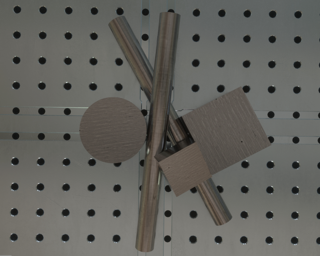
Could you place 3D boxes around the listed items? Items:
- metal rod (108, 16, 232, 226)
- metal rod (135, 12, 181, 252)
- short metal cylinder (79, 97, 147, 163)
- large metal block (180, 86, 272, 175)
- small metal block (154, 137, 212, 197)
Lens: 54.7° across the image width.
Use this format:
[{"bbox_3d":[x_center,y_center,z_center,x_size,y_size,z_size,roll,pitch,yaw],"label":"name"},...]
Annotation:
[{"bbox_3d":[0.014,-0.009,0.410,0.025,0.025,0.299,-28,91,0],"label":"metal rod"},{"bbox_3d":[-0.004,0.011,0.390,0.025,0.025,0.298,6,98,0],"label":"metal rod"},{"bbox_3d":[-0.057,0.002,0.397,0.081,0.050,0.079,0,90,-1],"label":"short metal cylinder"},{"bbox_3d":[0.080,0.003,0.397,0.080,0.050,0.080,-27,90,0],"label":"large metal block"},{"bbox_3d":[0.028,0.047,0.378,0.050,0.025,0.050,-28,105,-8],"label":"small metal block"}]
